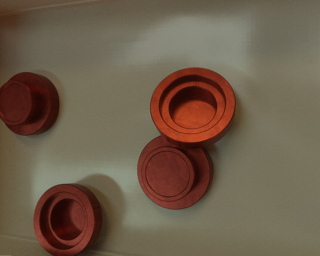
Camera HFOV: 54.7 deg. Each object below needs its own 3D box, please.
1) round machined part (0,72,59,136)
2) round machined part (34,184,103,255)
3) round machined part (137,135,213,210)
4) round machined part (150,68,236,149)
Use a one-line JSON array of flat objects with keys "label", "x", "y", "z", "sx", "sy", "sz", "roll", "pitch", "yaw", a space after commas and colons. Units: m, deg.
[{"label": "round machined part", "x": -0.208, "y": -0.037, "z": 0.473, "sx": 0.098, "sy": 0.042, "sz": 0.097, "roll": 0, "pitch": 90, "yaw": 19}, {"label": "round machined part", "x": -0.125, "y": 0.128, "z": 0.440, "sx": 0.098, "sy": 0.042, "sz": 0.097, "roll": -3, "pitch": 82, "yaw": 18}, {"label": "round machined part", "x": 0.015, "y": 0.056, "z": 0.395, "sx": 0.098, "sy": 0.042, "sz": 0.097, "roll": 0, "pitch": 90, "yaw": 19}, {"label": "round machined part", "x": 0.040, "y": -0.021, "z": 0.374, "sx": 0.098, "sy": 0.042, "sz": 0.098, "roll": -4, "pitch": 67, "yaw": 10}]
